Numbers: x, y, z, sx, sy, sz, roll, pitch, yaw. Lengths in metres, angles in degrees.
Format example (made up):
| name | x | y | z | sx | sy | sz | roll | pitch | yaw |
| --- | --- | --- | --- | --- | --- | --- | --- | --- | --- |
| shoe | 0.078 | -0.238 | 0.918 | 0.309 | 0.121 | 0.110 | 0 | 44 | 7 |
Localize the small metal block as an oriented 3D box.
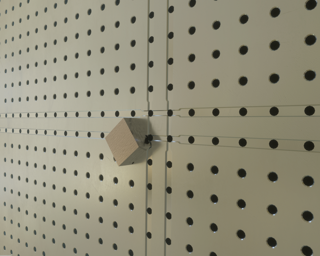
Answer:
| name | x | y | z | sx | sy | sz | roll | pitch | yaw |
| --- | --- | --- | --- | --- | --- | --- | --- | --- | --- |
| small metal block | -0.047 | 0.020 | 0.450 | 0.050 | 0.025 | 0.050 | -44 | 64 | 31 |
